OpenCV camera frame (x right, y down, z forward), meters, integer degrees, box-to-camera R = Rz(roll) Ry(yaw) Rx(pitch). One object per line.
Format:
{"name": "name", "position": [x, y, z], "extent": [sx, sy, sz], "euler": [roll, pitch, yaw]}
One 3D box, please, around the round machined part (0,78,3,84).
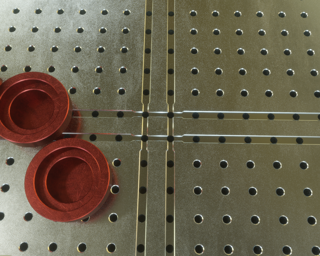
{"name": "round machined part", "position": [-0.247, -0.053, 0.403], "extent": [0.098, 0.042, 0.098], "euler": [-25, 37, 21]}

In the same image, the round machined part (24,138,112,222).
{"name": "round machined part", "position": [-0.108, 0.065, 0.379], "extent": [0.099, 0.042, 0.098], "euler": [0, 70, 0]}

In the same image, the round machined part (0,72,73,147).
{"name": "round machined part", "position": [-0.165, -0.021, 0.408], "extent": [0.099, 0.042, 0.098], "euler": [1, 71, -3]}
